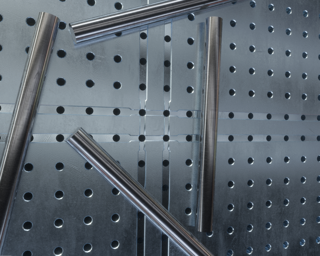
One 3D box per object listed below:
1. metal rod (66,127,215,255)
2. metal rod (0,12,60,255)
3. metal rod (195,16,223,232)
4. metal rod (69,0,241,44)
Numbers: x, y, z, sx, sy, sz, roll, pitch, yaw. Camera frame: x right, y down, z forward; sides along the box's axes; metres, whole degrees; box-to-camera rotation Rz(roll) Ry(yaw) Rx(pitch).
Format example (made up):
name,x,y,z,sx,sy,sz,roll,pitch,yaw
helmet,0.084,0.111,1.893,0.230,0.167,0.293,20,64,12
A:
name,x,y,z,sx,sy,sz,roll,pitch,yaw
metal rod,-0.005,0.113,0.412,0.300,0.025,0.025,47,75,-15
metal rod,-0.162,0.015,0.353,0.025,0.025,0.298,14,85,-20
metal rod,0.069,-0.006,0.439,0.025,0.025,0.298,3,89,-20
metal rod,0.027,-0.166,0.423,0.302,0.025,0.025,-22,98,-19
